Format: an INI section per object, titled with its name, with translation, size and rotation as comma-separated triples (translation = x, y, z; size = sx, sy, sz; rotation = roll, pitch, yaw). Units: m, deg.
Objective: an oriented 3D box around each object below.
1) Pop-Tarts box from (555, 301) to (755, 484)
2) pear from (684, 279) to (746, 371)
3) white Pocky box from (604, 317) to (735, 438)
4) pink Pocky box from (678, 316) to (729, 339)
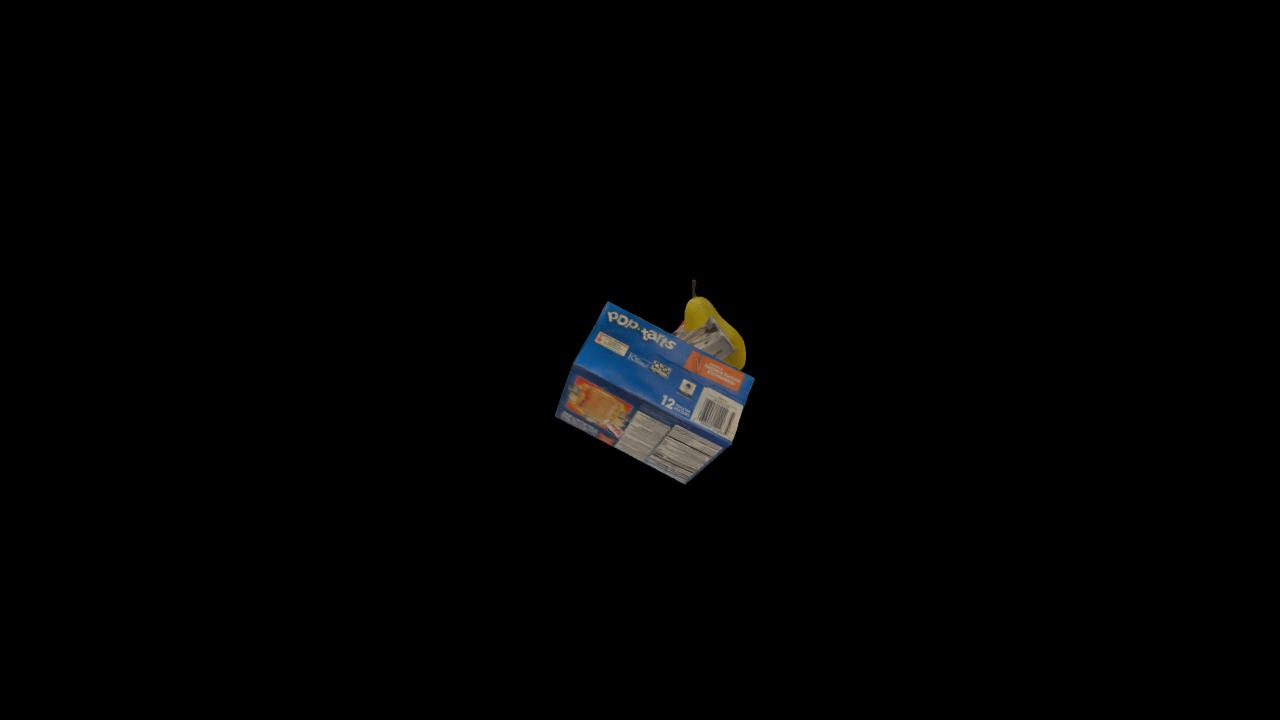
[Pop-Tarts box]
translation = 0.010, 0.040, 0.642
size = 0.167, 0.083, 0.141
rotation = 28, -31, 0
[pear]
translation = 0.070, -0.030, 0.674
size = 0.080, 0.111, 0.080
rotation = -20, -8, -3
[white Pocky box]
translation = 0.025, 0.012, 0.655
size = 0.154, 0.028, 0.084
rotation = -37, 25, 10
[pink Pocky box]
translation = 0.052, 0.020, 0.768
size = 0.029, 0.155, 0.084
rotation = 5, 41, -48
